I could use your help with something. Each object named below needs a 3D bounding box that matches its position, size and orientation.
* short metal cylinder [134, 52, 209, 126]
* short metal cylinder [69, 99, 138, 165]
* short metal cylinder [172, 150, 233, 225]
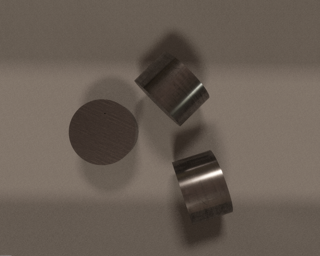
[{"bbox_3d":[0.015,-0.048,0.384,0.080,0.080,0.050,45,90,-1],"label":"short metal cylinder"},{"bbox_3d":[-0.070,0.005,0.398,0.081,0.050,0.079,0,90,-1],"label":"short metal cylinder"},{"bbox_3d":[0.051,0.073,0.385,0.050,0.080,0.080,-18,90,0],"label":"short metal cylinder"}]
